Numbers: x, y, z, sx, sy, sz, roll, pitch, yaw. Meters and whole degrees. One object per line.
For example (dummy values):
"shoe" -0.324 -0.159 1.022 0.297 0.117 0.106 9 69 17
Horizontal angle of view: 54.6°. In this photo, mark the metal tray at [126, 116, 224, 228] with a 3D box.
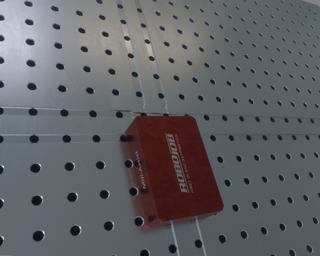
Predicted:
"metal tray" 0.017 0.048 0.384 0.091 0.030 0.130 -1 62 -29
